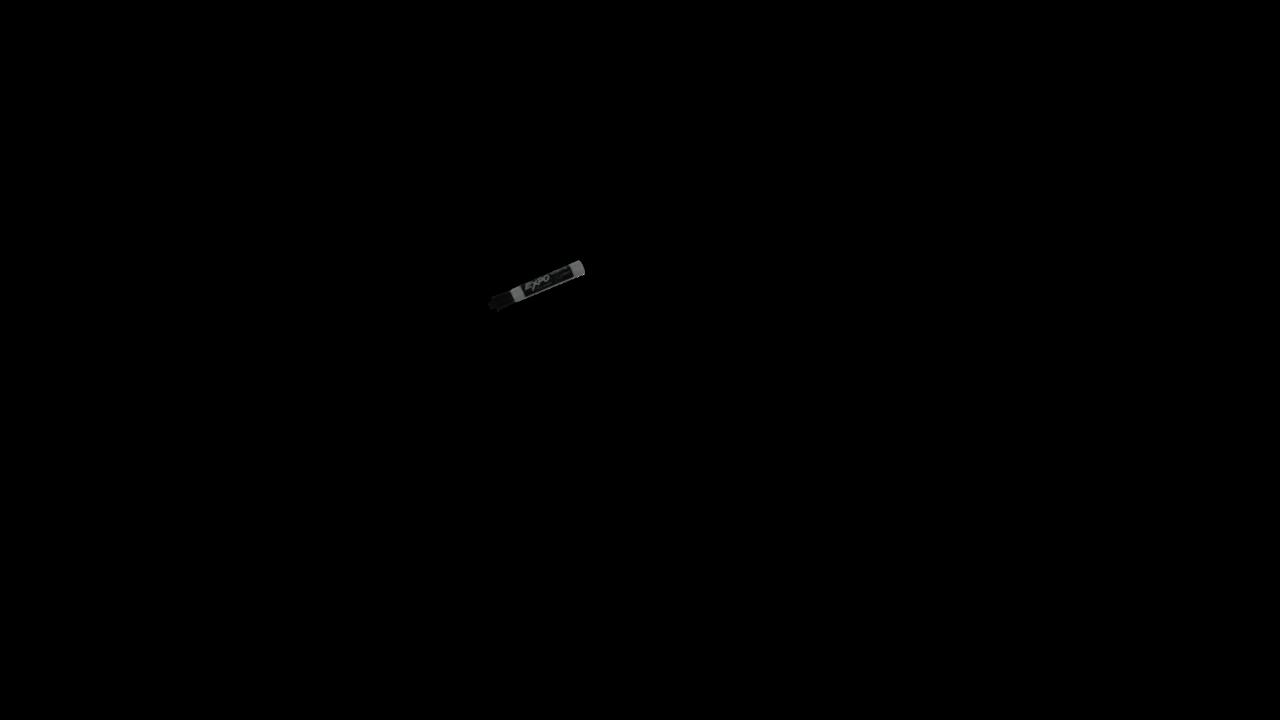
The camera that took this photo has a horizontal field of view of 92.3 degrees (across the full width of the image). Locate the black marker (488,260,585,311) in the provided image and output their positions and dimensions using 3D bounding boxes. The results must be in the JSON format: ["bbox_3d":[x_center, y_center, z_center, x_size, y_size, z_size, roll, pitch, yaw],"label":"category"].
[{"bbox_3d":[-0.123,-0.088,0.736,0.121,0.020,0.020,-26,7,-15],"label":"black marker"}]
